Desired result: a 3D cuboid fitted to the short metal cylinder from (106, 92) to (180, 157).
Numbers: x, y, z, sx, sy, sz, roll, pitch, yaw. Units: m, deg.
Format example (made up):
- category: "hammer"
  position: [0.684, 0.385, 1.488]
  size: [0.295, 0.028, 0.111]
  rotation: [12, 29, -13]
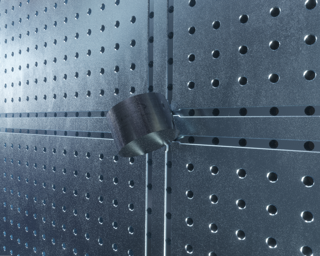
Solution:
- category: "short metal cylinder"
  position: [-0.021, -0.002, 0.391]
  size: [0.080, 0.081, 0.050]
  rotation: [-35, 68, 35]
